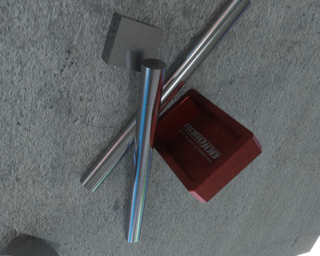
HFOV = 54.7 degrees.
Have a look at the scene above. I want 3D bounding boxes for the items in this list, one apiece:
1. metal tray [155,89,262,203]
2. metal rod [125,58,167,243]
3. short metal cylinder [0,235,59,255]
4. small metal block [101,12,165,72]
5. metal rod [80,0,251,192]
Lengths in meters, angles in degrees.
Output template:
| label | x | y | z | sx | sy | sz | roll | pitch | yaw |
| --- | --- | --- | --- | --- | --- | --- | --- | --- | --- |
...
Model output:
| label | x | y | z | sx | sy | sz | roll | pitch | yaw |
| --- | --- | --- | --- | --- | --- | --- | --- | --- | --- |
| metal tray | 0.045 | 0.015 | 0.374 | 0.090 | 0.130 | 0.030 | -43 | 130 | 1 |
| metal rod | -0.025 | 0.053 | 0.402 | 0.025 | 0.025 | 0.298 | -10 | 131 | -24 |
| short metal cylinder | -0.172 | 0.185 | 0.392 | 0.050 | 0.080 | 0.080 | -49 | 129 | 6 |
| small metal block | -0.030 | -0.091 | 0.335 | 0.050 | 0.025 | 0.050 | 8 | 115 | -32 |
| metal rod | 0.002 | -0.040 | 0.384 | 0.025 | 0.025 | 0.299 | 35 | 99 | -39 |
